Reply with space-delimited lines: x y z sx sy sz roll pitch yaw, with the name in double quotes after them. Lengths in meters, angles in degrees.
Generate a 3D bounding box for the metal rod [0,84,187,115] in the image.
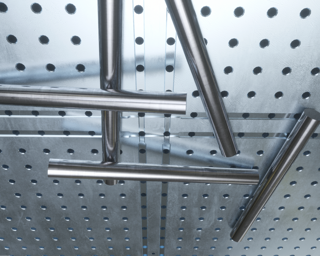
-0.121 -0.035 0.355 0.302 0.025 0.025 3 131 6 "metal rod"

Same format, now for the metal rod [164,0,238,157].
0.045 -0.073 0.349 0.025 0.025 0.299 -17 129 13 "metal rod"

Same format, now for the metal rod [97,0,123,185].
-0.060 -0.034 0.381 0.025 0.025 0.298 4 130 -4 "metal rod"

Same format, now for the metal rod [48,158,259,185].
0.001 0.064 0.443 0.302 0.025 0.025 5 130 -14 "metal rod"

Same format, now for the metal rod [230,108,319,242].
0.172 0.094 0.494 0.025 0.025 0.298 8 130 -7 "metal rod"
